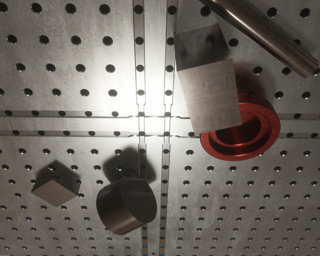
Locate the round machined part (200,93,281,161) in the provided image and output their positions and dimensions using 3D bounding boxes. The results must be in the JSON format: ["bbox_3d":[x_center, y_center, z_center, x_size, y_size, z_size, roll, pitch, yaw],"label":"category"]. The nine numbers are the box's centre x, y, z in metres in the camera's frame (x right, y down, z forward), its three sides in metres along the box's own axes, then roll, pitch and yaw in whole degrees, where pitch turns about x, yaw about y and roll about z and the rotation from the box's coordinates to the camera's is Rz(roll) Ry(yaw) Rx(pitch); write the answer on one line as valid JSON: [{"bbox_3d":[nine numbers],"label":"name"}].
[{"bbox_3d":[0.098,-0.005,0.397,0.099,0.042,0.097,-1,131,-1],"label":"round machined part"}]

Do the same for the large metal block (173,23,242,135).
[{"bbox_3d":[0.050,-0.053,0.331,0.050,0.080,0.080,-12,129,10],"label":"large metal block"}]

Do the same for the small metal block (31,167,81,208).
[{"bbox_3d":[-0.164,0.095,0.490,0.050,0.025,0.050,-31,124,23],"label":"small metal block"}]

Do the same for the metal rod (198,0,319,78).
[{"bbox_3d":[0.047,-0.133,0.299,0.301,0.025,0.025,27,125,-22],"label":"metal rod"}]

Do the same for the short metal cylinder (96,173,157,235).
[{"bbox_3d":[-0.050,0.115,0.473,0.050,0.080,0.080,-33,123,25],"label":"short metal cylinder"}]
